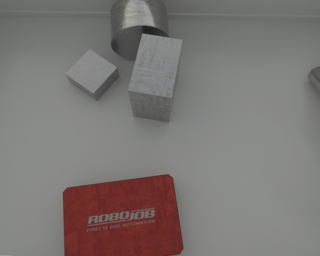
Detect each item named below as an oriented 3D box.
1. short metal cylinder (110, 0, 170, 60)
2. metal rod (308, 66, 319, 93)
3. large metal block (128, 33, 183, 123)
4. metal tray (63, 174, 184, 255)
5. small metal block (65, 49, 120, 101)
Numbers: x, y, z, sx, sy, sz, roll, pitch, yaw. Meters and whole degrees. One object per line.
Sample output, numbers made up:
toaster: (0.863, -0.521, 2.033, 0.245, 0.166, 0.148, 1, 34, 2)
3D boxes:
short metal cylinder: (-0.028, -0.137, 0.430, 0.081, 0.080, 0.050, -4, 70, -2)
metal rod: (0.245, 0.028, 0.338, 0.025, 0.025, 0.300, -8, 46, -3)
large metal block: (-0.005, -0.062, 0.403, 0.050, 0.080, 0.080, 10, 70, 3)
metal tray: (-0.044, 0.109, 0.367, 0.131, 0.030, 0.090, -7, 70, -3)
small metal block: (-0.094, -0.074, 0.436, 0.050, 0.025, 0.050, 35, 73, 11)
